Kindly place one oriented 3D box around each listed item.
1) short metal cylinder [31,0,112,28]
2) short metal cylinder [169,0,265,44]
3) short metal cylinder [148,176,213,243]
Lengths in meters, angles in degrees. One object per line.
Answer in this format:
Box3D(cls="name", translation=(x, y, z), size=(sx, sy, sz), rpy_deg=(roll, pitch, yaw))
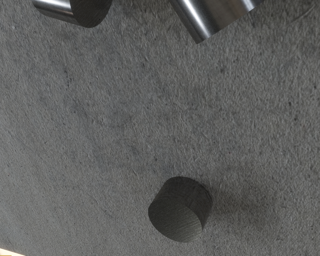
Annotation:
Box3D(cls="short metal cylinder", translation=(-0.090, -0.152, 0.325), size=(0.050, 0.080, 0.079), rpy_deg=(20, 126, 16))
Box3D(cls="short metal cylinder", translation=(0.052, -0.118, 0.271), size=(0.080, 0.080, 0.050), rpy_deg=(-26, 104, 37))
Box3D(cls="short metal cylinder", translation=(0.030, 0.117, 0.447), size=(0.080, 0.050, 0.079), rpy_deg=(13, 124, 21))
